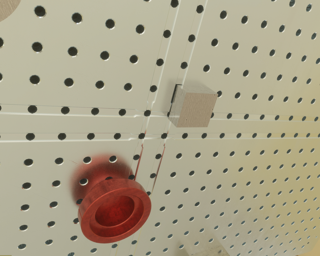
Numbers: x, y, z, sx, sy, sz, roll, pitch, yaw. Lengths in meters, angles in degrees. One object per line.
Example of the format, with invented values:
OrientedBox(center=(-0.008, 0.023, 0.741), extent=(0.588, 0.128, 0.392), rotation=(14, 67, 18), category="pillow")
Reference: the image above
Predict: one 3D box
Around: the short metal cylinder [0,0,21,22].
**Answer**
OrientedBox(center=(-0.149, -0.123, 0.237), extent=(0.081, 0.050, 0.079), rotation=(-14, 124, -21), category="short metal cylinder")

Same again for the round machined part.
OrientedBox(center=(-0.065, 0.110, 0.432), extent=(0.099, 0.042, 0.097), rotation=(-14, 124, -21), category="round machined part")

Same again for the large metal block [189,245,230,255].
OrientedBox(center=(0.100, 0.297, 0.633), extent=(0.081, 0.050, 0.079), rotation=(-6, 121, -26), category="large metal block")

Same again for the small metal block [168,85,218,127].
OrientedBox(center=(0.044, -0.029, 0.417), extent=(0.050, 0.025, 0.050), rotation=(0, 119, -28), category="small metal block")
